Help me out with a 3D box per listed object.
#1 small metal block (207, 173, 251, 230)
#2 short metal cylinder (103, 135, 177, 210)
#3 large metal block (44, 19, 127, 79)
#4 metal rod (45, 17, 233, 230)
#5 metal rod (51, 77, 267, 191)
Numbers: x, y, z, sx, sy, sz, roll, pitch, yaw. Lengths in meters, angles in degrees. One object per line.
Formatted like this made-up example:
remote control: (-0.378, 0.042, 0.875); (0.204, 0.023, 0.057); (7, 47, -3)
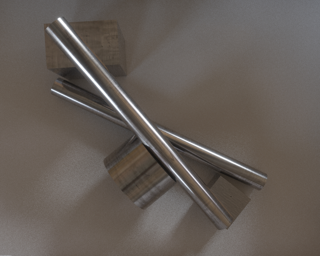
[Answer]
small metal block: (0.082, 0.096, 0.411); (0.050, 0.025, 0.050); (38, 90, -1)
short metal cylinder: (-0.023, 0.052, 0.381); (0.050, 0.080, 0.080); (-40, 91, 0)
large metal block: (-0.087, -0.093, 0.382); (0.081, 0.080, 0.050); (-4, 90, -1)
metal rod: (-0.014, 0.005, 0.352); (0.025, 0.025, 0.300); (-40, 103, 0)
metal rod: (0.000, 0.008, 0.410); (0.301, 0.025, 0.025); (25, 90, -1)
